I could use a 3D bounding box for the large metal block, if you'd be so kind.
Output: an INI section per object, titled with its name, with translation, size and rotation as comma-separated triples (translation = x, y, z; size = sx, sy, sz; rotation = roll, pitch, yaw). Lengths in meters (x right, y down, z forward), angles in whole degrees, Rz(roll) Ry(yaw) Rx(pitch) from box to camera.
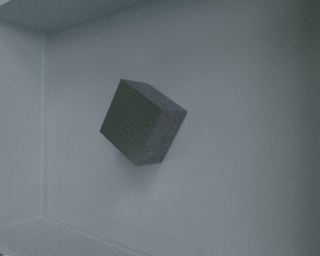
[large metal block]
translation = -0.024, -0.008, 0.407
size = 0.080, 0.050, 0.080
rotation = 39, 113, 33
